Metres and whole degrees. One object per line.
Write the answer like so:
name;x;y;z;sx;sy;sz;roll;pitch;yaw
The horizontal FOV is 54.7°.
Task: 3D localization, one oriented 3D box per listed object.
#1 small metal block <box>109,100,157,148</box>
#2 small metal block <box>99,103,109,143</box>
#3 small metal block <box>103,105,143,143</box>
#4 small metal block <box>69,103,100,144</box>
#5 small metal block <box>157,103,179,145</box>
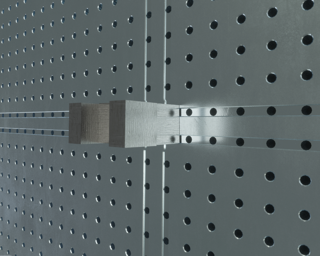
small metal block;-0.029;-0.004;0.348;0.025;0.050;0.050;1;90;40
small metal block;-0.050;-0.006;0.384;0.050;0.025;0.050;1;91;39
small metal block;-0.051;-0.005;0.432;0.025;0.050;0.050;1;91;40
small metal block;-0.088;-0.006;0.397;0.025;0.050;0.050;1;90;40
small metal block;-0.001;-0.005;0.391;0.025;0.050;0.050;-1;90;40
